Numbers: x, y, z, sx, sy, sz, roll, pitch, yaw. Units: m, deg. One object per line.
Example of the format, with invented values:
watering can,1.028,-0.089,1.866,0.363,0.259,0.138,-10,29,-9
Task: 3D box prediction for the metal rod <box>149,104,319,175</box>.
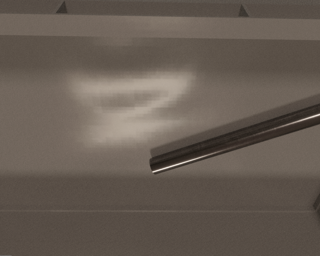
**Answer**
metal rod,0.127,0.009,0.418,0.301,0.025,0.025,-19,128,15
